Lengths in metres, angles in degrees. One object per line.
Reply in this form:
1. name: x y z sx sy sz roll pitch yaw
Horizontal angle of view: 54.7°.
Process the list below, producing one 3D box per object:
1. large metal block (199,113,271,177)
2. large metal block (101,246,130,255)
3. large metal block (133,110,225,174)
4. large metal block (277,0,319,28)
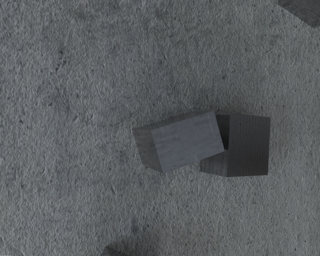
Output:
1. large metal block: 0.103 0.022 0.424 0.081 0.050 0.080 4 89 -35
2. large metal block: -0.046 0.205 0.379 0.080 0.050 0.080 30 80 -18
3. large metal block: 0.020 0.015 0.387 0.081 0.080 0.050 -18 96 -19
4. large metal block: 0.244 -0.218 0.485 0.080 0.050 0.080 23 82 -19
